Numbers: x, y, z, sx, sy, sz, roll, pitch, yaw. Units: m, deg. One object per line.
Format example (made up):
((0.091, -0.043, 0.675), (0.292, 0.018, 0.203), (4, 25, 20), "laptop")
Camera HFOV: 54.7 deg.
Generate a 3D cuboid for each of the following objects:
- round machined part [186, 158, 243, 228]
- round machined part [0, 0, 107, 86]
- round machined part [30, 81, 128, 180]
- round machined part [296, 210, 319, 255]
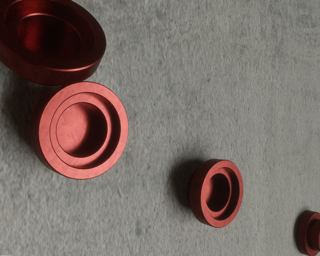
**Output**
((0.078, 0.094, 0.462), (0.099, 0.042, 0.097), (0, 90, -40), "round machined part")
((-0.104, -0.078, 0.289), (0.099, 0.042, 0.098), (16, 52, -21), "round machined part")
((-0.085, 0.001, 0.321), (0.099, 0.042, 0.097), (-5, 97, -41), "round machined part")
((0.347, 0.237, 0.690), (0.099, 0.042, 0.097), (0, 90, -40), "round machined part")
